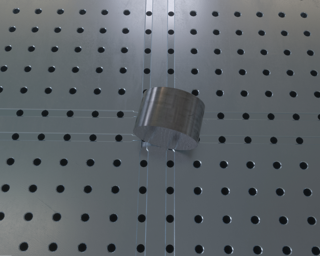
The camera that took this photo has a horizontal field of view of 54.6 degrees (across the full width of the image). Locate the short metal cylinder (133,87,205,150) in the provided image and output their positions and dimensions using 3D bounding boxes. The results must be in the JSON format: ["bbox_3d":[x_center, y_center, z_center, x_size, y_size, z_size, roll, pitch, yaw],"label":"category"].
[{"bbox_3d":[0.012,-0.010,0.386,0.080,0.080,0.050,12,71,4],"label":"short metal cylinder"}]
